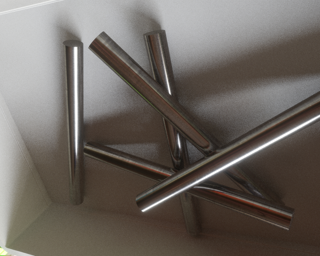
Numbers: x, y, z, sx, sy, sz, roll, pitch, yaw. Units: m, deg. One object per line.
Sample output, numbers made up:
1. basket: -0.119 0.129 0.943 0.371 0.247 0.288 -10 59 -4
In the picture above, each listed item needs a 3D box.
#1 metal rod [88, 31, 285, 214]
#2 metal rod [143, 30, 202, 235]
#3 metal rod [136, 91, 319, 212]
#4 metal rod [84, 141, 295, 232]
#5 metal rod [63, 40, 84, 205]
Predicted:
1. metal rod: 0.040 0.004 0.364 0.300 0.025 0.025 42 129 -11
2. metal rod: 0.023 0.024 0.410 0.025 0.025 0.298 2 119 27
3. metal rod: 0.091 0.021 0.333 0.299 0.025 0.025 -34 100 25
4. metal rod: 0.015 0.065 0.406 0.300 0.025 0.025 15 125 31
5. metal rod: -0.132 0.012 0.483 0.025 0.025 0.298 21 126 15
